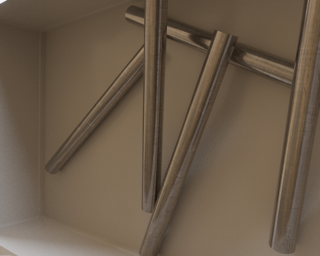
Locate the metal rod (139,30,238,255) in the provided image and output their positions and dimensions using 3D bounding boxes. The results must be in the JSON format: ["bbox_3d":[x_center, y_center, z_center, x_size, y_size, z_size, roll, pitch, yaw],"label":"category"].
[{"bbox_3d":[0.026,0.037,0.366,0.025,0.025,0.298,33,115,35],"label":"metal rod"}]

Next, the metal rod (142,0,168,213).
[{"bbox_3d":[-0.008,-0.033,0.367,0.025,0.025,0.298,18,115,38],"label":"metal rod"}]

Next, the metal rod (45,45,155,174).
[{"bbox_3d":[-0.105,-0.015,0.490,0.299,0.025,0.025,-44,64,31],"label":"metal rod"}]

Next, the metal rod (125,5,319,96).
[{"bbox_3d":[0.065,-0.093,0.352,0.300,0.025,0.025,33,110,34],"label":"metal rod"}]

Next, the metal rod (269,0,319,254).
[{"bbox_3d":[0.127,-0.027,0.270,0.025,0.025,0.298,14,109,39],"label":"metal rod"}]
